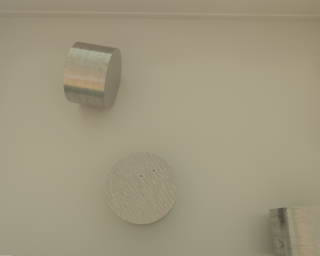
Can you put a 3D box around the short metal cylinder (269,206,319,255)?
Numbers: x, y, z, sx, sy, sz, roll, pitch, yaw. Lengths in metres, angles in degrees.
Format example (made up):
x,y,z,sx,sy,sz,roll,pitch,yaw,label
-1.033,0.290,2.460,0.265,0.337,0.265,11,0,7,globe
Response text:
x,y,z,sx,sy,sz,roll,pitch,yaw,label
0.165,0.115,0.339,0.081,0.080,0.050,0,70,0,short metal cylinder

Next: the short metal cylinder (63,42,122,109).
x,y,z,sx,sy,sz,roll,pitch,yaw,label
-0.085,-0.068,0.405,0.050,0.080,0.080,11,70,4,short metal cylinder

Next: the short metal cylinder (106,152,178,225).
x,y,z,sx,sy,sz,roll,pitch,yaw,label
-0.020,0.074,0.369,0.081,0.050,0.080,0,70,0,short metal cylinder
